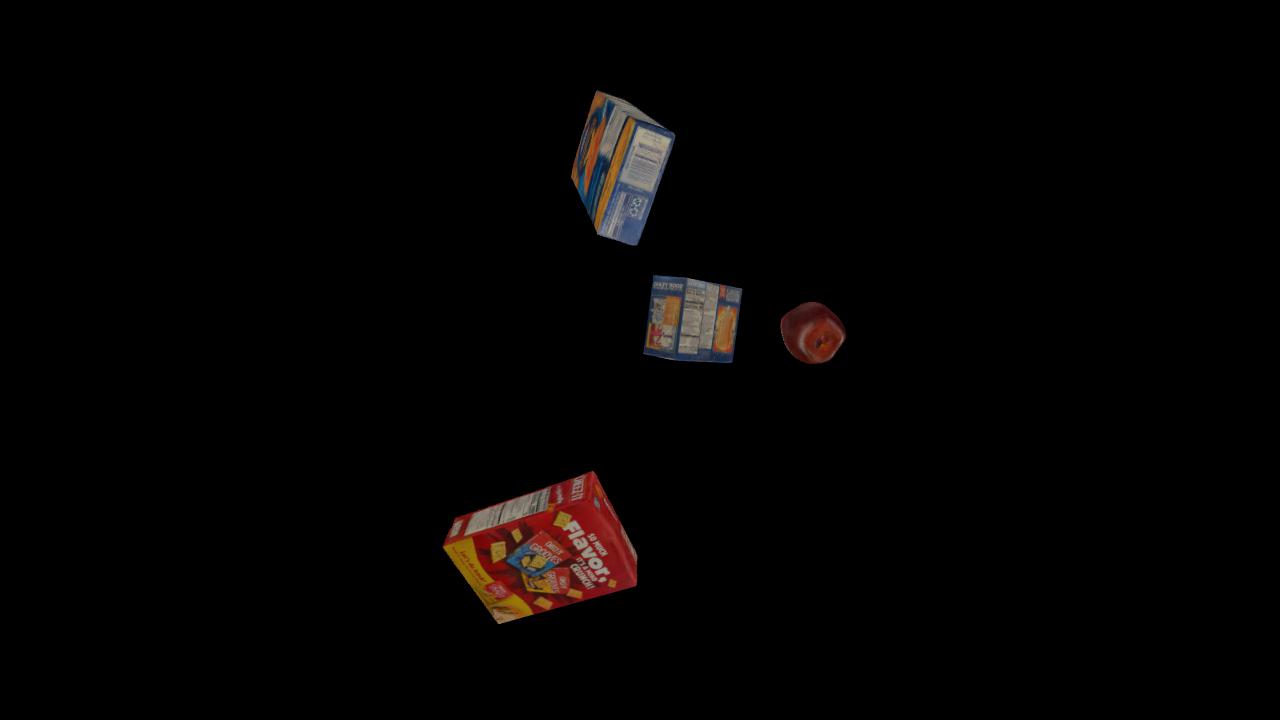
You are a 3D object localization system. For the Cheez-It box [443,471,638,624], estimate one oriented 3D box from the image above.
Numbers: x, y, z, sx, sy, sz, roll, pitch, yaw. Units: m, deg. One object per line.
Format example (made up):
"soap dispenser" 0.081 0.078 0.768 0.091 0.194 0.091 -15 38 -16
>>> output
"Cheez-It box" -0.134 0.268 0.866 0.223 0.166 0.071 -20 25 10

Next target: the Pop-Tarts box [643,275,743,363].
"Pop-Tarts box" 0.096 -0.070 1.100 0.083 0.141 0.167 12 7 42

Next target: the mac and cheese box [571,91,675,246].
"mac and cheese box" -0.022 -0.177 0.547 0.041 0.093 0.184 11 26 -20

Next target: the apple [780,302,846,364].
"apple" 0.219 -0.036 0.789 0.079 0.079 0.093 0 23 -3
